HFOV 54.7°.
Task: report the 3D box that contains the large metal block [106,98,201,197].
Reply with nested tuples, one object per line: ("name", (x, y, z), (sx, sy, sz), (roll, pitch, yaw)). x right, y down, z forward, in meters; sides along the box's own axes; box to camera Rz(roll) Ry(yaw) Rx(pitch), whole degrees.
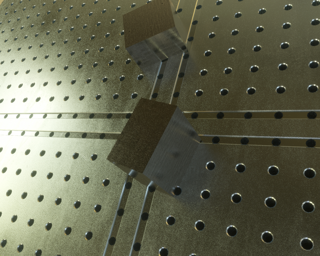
("large metal block", (-0.003, 0.024, 0.359), (0.050, 0.080, 0.080), (16, 70, 34))

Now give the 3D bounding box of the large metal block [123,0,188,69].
("large metal block", (-0.009, -0.151, 0.488), (0.080, 0.050, 0.080), (-20, 54, 16))
